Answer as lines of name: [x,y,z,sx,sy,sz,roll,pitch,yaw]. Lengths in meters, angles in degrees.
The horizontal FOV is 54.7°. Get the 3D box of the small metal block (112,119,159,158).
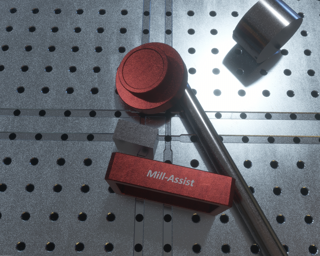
small metal block: [-0.029,0.015,0.393,0.050,0.050,0.025,14,71,5]

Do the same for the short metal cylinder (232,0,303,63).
short metal cylinder: [0.150,-0.138,0.435,0.080,0.080,0.050,-36,74,-12]

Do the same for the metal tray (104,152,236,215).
metal tray: [0.010,0.066,0.352,0.131,0.090,0.030,12,69,4]

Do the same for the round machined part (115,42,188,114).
round machined part: [-0.015,-0.071,0.413,0.098,0.042,0.098,-5,74,18]

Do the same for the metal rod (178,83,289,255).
metal rod: [0.084,0.050,0.394,0.025,0.025,0.299,-25,72,-9]
